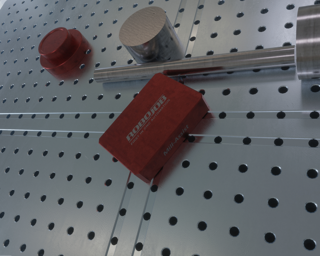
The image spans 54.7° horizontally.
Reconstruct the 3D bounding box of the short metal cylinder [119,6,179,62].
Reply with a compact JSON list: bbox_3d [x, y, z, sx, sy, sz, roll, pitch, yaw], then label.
[{"bbox_3d":[-0.017,-0.144,0.490,0.080,0.050,0.080,-13,56,21],"label":"short metal cylinder"}]

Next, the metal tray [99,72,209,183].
[{"bbox_3d":[-0.009,-0.005,0.413,0.090,0.030,0.130,34,80,38],"label":"metal tray"}]

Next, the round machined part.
[{"bbox_3d":[-0.191,-0.153,0.592,0.098,0.042,0.098,-13,56,21],"label":"round machined part"}]

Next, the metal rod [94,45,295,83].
[{"bbox_3d":[0.031,-0.087,0.445,0.300,0.025,0.025,0,62,28],"label":"metal rod"}]

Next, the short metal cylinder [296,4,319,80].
[{"bbox_3d":[0.179,-0.094,0.336,0.050,0.080,0.080,1,62,29],"label":"short metal cylinder"}]
